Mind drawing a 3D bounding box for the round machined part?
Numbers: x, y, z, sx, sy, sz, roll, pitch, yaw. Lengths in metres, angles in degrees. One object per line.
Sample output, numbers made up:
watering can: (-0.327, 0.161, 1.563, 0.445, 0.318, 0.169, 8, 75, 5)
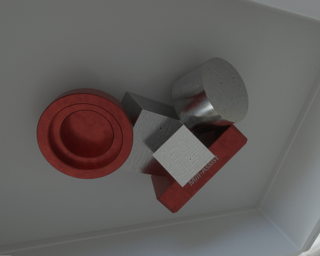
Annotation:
round machined part: (-0.079, 0.003, 0.341, 0.099, 0.042, 0.097, -2, 111, -4)

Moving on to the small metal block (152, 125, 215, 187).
small metal block: (0.028, 0.032, 0.361, 0.050, 0.050, 0.025, -44, 168, 3)

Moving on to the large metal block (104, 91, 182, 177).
large metal block: (-0.016, 0.010, 0.390, 0.081, 0.050, 0.080, 16, 110, -35)

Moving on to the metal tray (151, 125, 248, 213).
metal tray: (0.047, 0.043, 0.417, 0.130, 0.090, 0.030, -45, 102, 3)

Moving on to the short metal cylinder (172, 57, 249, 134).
short metal cylinder: (0.061, -0.038, 0.375, 0.081, 0.080, 0.050, 17, 153, -35)
